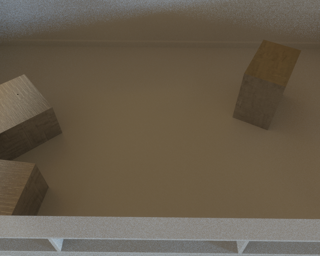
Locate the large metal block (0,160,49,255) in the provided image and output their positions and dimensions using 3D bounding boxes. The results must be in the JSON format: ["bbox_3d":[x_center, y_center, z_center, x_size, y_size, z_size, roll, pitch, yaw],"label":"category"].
[{"bbox_3d":[-0.175,0.079,0.321,0.080,0.050,0.080,6,50,5],"label":"large metal block"}]

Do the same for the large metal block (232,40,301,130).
[{"bbox_3d":[0.143,-0.058,0.419,0.050,0.080,0.080,23,54,18],"label":"large metal block"}]

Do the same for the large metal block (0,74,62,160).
[{"bbox_3d":[-0.187,-0.013,0.399,0.080,0.050,0.080,-32,57,-24],"label":"large metal block"}]
